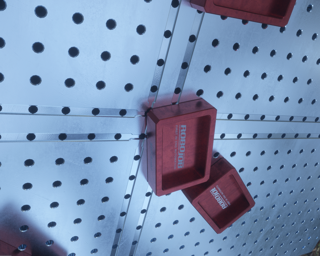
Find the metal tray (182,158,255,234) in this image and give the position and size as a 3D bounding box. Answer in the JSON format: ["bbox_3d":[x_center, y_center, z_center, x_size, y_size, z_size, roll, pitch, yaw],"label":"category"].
[{"bbox_3d":[0.106,0.122,0.539,0.090,0.030,0.130,-39,129,-2],"label":"metal tray"}]

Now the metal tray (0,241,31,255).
[{"bbox_3d":[-0.245,0.203,0.399,0.130,0.030,0.090,-38,129,-2],"label":"metal tray"}]

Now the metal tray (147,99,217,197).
[{"bbox_3d":[0.029,0.029,0.441,0.091,0.030,0.129,-13,124,-21],"label":"metal tray"}]

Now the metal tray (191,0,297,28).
[{"bbox_3d":[0.107,-0.173,0.358,0.131,0.030,0.089,-1,119,-28],"label":"metal tray"}]
